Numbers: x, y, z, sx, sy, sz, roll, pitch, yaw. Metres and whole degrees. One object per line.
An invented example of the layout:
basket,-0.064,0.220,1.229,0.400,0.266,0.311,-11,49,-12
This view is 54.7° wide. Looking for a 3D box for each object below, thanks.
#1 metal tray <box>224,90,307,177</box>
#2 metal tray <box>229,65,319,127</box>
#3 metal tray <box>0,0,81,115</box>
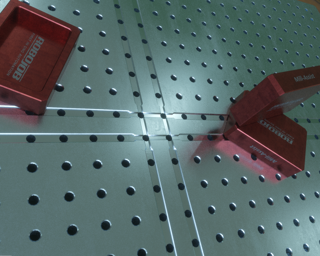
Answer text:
metal tray,0.172,0.008,0.495,0.130,0.030,0.090,32,51,-8
metal tray,0.177,-0.047,0.453,0.131,0.090,0.030,-14,70,-34
metal tray,-0.160,-0.088,0.372,0.091,0.030,0.130,22,53,-15
